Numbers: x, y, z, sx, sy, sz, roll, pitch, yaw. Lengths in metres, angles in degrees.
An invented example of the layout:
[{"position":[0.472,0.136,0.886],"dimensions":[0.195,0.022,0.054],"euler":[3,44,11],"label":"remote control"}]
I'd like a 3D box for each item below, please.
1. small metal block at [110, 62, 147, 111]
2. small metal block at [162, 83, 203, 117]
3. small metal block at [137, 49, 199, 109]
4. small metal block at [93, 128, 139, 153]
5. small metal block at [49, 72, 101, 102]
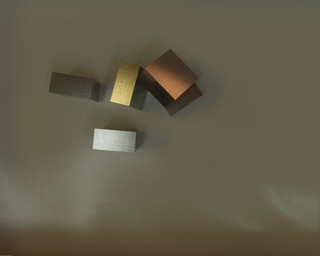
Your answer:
[{"position":[-0.036,-0.052,0.396],"dimensions":[0.025,0.050,0.050],"euler":[15,90,14],"label":"small metal block"},{"position":[0.021,-0.050,0.412],"dimensions":[0.050,0.025,0.050],"euler":[-35,91,-1],"label":"small metal block"},{"position":[0.010,-0.060,0.375],"dimensions":[0.050,0.025,0.050],"euler":[46,57,-1],"label":"small metal block"},{"position":[-0.055,0.015,0.398],"dimensions":[0.050,0.050,0.025],"euler":[5,90,-1],"label":"small metal block"},{"position":[-0.107,-0.051,0.397],"dimensions":[0.050,0.050,0.025],"euler":[10,90,-1],"label":"small metal block"}]
